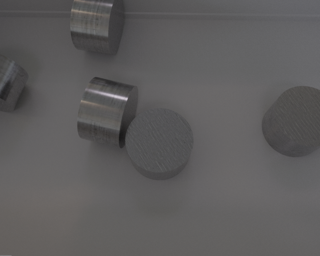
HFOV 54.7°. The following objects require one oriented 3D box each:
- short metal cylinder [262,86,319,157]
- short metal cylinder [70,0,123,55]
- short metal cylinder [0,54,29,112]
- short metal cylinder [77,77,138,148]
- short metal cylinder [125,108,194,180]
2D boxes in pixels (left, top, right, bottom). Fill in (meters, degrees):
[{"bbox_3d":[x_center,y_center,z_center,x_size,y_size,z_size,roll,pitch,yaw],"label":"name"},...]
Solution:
[{"bbox_3d":[0.180,-0.007,0.400,0.081,0.050,0.080,0,70,0],"label":"short metal cylinder"},{"bbox_3d":[-0.086,-0.146,0.433,0.050,0.080,0.080,10,70,3],"label":"short metal cylinder"},{"bbox_3d":[-0.221,-0.061,0.401,0.080,0.080,0.050,14,71,5],"label":"short metal cylinder"},{"bbox_3d":[-0.063,-0.019,0.387,0.050,0.080,0.080,14,71,5],"label":"short metal cylinder"},{"bbox_3d":[-0.001,0.021,0.388,0.081,0.050,0.080,0,70,0],"label":"short metal cylinder"}]
